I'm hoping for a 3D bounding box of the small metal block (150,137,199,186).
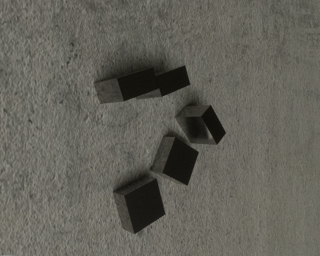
[{"bbox_3d":[0.021,0.045,0.422,0.050,0.025,0.050,33,70,-35],"label":"small metal block"}]

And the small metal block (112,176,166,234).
[{"bbox_3d":[-0.025,0.094,0.384,0.050,0.025,0.050,-22,104,-38],"label":"small metal block"}]

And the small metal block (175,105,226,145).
[{"bbox_3d":[0.057,-0.004,0.435,0.025,0.050,0.050,-48,119,-29],"label":"small metal block"}]

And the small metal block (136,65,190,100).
[{"bbox_3d":[0.000,-0.057,0.388,0.050,0.050,0.025,-27,107,-37],"label":"small metal block"}]

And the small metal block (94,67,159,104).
[{"bbox_3d":[-0.039,-0.048,0.355,0.050,0.050,0.025,-25,106,-37],"label":"small metal block"}]
